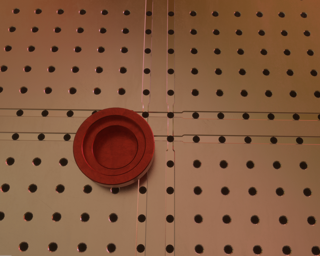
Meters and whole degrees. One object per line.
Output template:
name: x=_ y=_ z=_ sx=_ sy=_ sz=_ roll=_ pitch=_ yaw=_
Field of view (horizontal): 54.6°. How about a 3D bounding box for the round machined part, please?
round machined part: x=-0.055 y=0.027 z=0.393 sx=0.099 sy=0.042 sz=0.098 roll=0 pitch=70 yaw=0
